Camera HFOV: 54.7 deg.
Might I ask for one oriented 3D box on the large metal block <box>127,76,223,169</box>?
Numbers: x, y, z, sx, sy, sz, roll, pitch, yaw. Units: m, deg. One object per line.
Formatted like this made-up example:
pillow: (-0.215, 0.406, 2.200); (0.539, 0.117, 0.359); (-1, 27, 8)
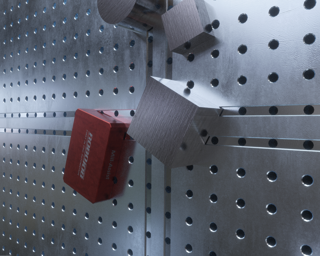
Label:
large metal block: (0.016, -0.008, 0.380); (0.080, 0.050, 0.079); (37, 113, 33)

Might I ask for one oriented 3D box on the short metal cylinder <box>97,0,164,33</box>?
short metal cylinder: (-0.041, -0.177, 0.427); (0.080, 0.050, 0.079); (0, 90, 40)

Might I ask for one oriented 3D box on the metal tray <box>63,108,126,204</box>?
metal tray: (-0.108, 0.042, 0.495); (0.090, 0.030, 0.129); (23, 104, 37)

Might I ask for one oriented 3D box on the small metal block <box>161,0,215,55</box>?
small metal block: (0.034, -0.126, 0.382); (0.050, 0.025, 0.050); (-22, 76, 38)
